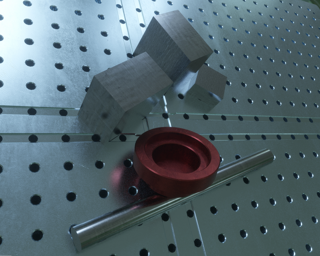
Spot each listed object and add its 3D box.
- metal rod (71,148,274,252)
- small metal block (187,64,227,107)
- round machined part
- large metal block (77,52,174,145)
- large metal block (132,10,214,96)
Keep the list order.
[{"bbox_3d":[0.040,0.075,0.383,0.302,0.025,0.025,-15,70,-34],"label":"metal rod"},{"bbox_3d":[0.075,-0.069,0.490,0.050,0.025,0.050,27,52,-11],"label":"small metal block"},{"bbox_3d":[0.017,0.043,0.363,0.099,0.042,0.098,8,33,-5],"label":"round machined part"},{"bbox_3d":[-0.043,-0.035,0.371,0.050,0.080,0.081,49,51,6],"label":"large metal block"},{"bbox_3d":[0.016,-0.107,0.447,0.050,0.080,0.080,-31,79,-38],"label":"large metal block"}]
